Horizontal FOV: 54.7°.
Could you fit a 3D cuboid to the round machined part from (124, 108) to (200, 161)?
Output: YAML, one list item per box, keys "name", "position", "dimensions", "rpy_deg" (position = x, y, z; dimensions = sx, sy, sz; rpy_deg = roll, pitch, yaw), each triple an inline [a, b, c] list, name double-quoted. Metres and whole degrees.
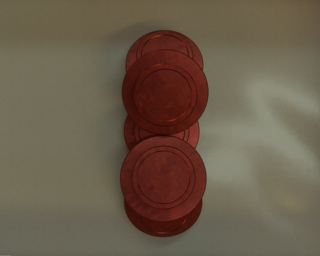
- name: "round machined part"
  position: [0.002, 0.004, 0.401]
  dimensions: [0.099, 0.042, 0.097]
  rpy_deg: [0, 89, 0]

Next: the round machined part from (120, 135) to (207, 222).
- name: "round machined part"
  position: [0.004, 0.056, 0.350]
  dimensions: [0.099, 0.042, 0.098]
  rpy_deg: [0, 79, 0]

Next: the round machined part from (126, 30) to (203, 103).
- name: "round machined part"
  position: [0.006, -0.082, 0.390]
  dimensions: [0.099, 0.042, 0.098]
  rpy_deg: [0, 74, -1]

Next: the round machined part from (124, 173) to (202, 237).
- name: "round machined part"
  position: [0.004, 0.095, 0.388]
  dimensions: [0.099, 0.042, 0.097]
  rpy_deg: [0, 105, 0]

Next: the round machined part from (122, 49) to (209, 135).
- name: "round machined part"
  position: [0.006, -0.039, 0.350]
  dimensions: [0.099, 0.042, 0.097]
  rpy_deg: [0, 102, 0]
